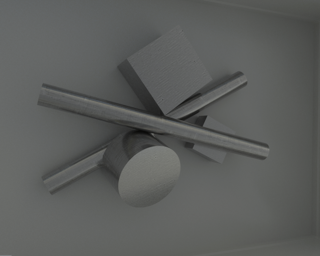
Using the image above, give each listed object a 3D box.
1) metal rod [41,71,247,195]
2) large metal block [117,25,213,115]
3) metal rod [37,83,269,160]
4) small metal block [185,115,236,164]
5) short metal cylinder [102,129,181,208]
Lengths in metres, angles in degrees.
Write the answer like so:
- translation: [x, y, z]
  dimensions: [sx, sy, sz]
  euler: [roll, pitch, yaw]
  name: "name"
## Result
- translation: [-0.006, -0.002, 0.407]
  dimensions: [0.302, 0.025, 0.025]
  euler: [-29, 100, -18]
  name: "metal rod"
- translation: [0.006, -0.071, 0.398]
  dimensions: [0.080, 0.050, 0.080]
  euler: [-38, 103, -16]
  name: "large metal block"
- translation: [0.008, -0.002, 0.386]
  dimensions: [0.302, 0.025, 0.025]
  euler: [14, 85, -20]
  name: "metal rod"
- translation: [0.071, 0.016, 0.435]
  dimensions: [0.050, 0.025, 0.050]
  euler: [28, 81, -18]
  name: "small metal block"
- translation: [-0.023, 0.047, 0.373]
  dimensions: [0.081, 0.050, 0.079]
  euler: [-14, 119, -27]
  name: "short metal cylinder"
